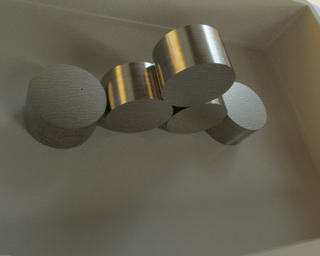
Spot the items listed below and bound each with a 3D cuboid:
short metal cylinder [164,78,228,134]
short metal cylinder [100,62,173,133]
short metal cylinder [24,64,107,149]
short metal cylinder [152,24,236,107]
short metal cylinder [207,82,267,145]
[{"bbox_3d":[0.043,-0.032,0.411,0.081,0.080,0.050,2,61,-28],"label":"short metal cylinder"},{"bbox_3d":[-0.029,-0.034,0.373,0.081,0.080,0.050,2,61,-28],"label":"short metal cylinder"},{"bbox_3d":[-0.106,-0.023,0.345,0.081,0.050,0.080,14,56,-21],"label":"short metal cylinder"},{"bbox_3d":[0.036,-0.065,0.339,0.081,0.080,0.050,2,61,-28],"label":"short metal cylinder"},{"bbox_3d":[0.109,-0.021,0.458,0.081,0.050,0.080,14,56,-21],"label":"short metal cylinder"}]
